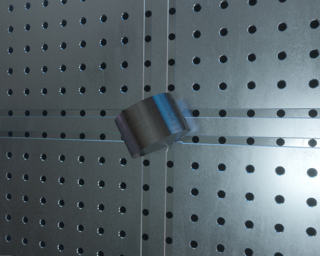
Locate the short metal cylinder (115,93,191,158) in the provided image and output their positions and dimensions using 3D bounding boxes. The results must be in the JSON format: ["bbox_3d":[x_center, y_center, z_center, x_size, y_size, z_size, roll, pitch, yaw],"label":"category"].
[{"bbox_3d":[-0.009,-0.002,0.386,0.080,0.080,0.050,-30,80,18],"label":"short metal cylinder"}]
